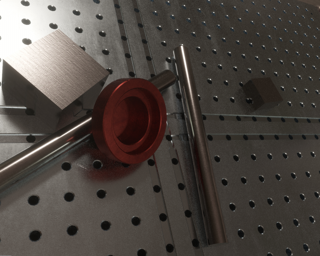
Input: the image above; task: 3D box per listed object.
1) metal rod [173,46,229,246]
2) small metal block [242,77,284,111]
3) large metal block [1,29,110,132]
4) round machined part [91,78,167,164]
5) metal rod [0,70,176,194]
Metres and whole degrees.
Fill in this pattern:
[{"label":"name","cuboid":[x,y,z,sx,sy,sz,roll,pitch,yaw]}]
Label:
[{"label":"metal rod","cuboid":[0.051,0.006,0.433,0.025,0.025,0.299,7,59,-25]},{"label":"small metal block","cuboid":[0.181,-0.061,0.545,0.050,0.025,0.050,-10,67,-33]},{"label":"large metal block","cuboid":[-0.121,-0.057,0.362,0.080,0.050,0.080,41,51,-1]},{"label":"round machined part","cuboid":[-0.040,-0.009,0.362,0.099,0.042,0.097,-10,103,-47]},{"label":"metal rod","cuboid":[-0.081,-0.005,0.368,0.025,0.025,0.302,49,51,6]}]
